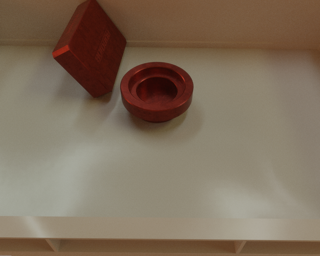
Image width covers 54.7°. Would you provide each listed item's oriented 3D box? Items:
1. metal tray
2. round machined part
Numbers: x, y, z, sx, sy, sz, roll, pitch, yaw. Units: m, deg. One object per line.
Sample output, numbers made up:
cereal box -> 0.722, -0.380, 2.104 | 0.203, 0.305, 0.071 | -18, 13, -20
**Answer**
metal tray -> -0.098, -0.120, 0.461 | 0.030, 0.090, 0.130 | -17, 44, 27
round machined part -> -0.004, -0.045, 0.432 | 0.099, 0.042, 0.098 | 0, 50, 0
